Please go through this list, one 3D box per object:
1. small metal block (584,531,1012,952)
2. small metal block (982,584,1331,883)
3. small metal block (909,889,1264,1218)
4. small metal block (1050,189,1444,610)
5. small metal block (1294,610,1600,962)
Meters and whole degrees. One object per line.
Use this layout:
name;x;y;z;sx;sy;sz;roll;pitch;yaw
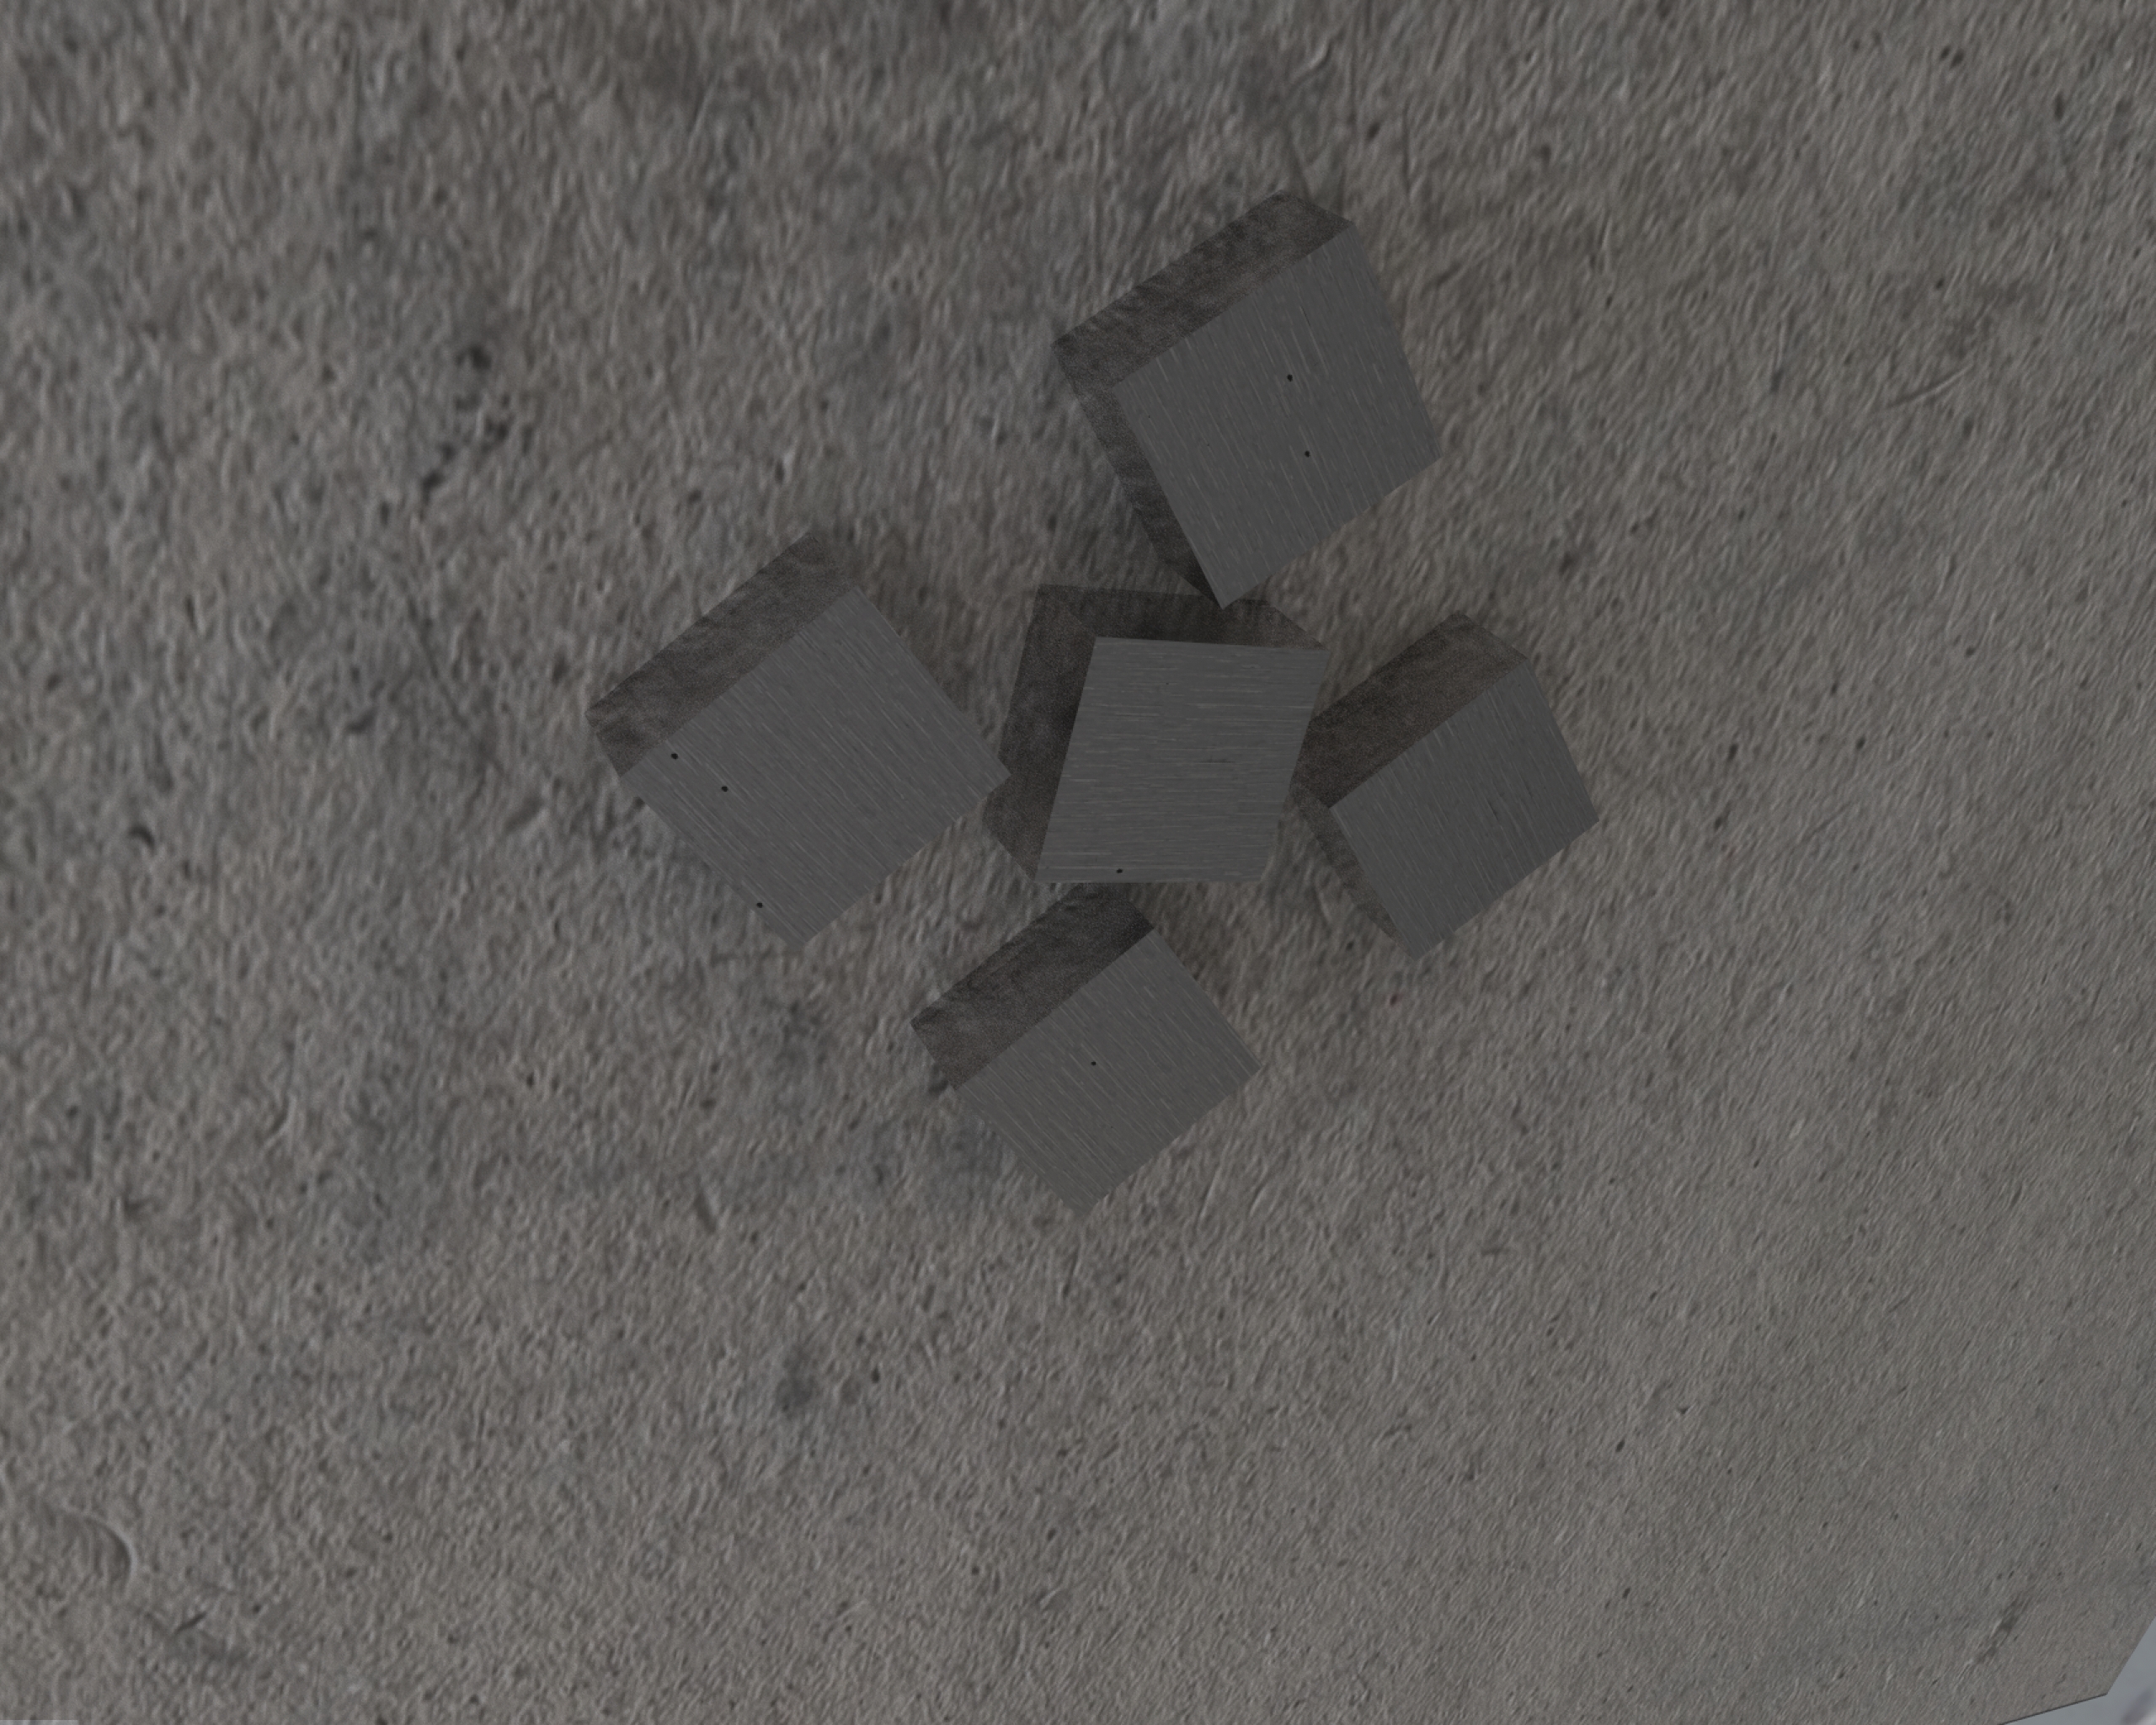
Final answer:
small metal block;-0.049;-0.021;0.367;0.050;0.025;0.050;-40;130;-1
small metal block;0.014;-0.024;0.400;0.050;0.025;0.050;0;118;-29
small metal block;0.002;0.038;0.431;0.050;0.025;0.050;-39;130;-2
small metal block;0.031;-0.082;0.373;0.050;0.025;0.050;-35;129;-5
small metal block;0.075;-0.016;0.438;0.050;0.025;0.050;-37;129;-3
